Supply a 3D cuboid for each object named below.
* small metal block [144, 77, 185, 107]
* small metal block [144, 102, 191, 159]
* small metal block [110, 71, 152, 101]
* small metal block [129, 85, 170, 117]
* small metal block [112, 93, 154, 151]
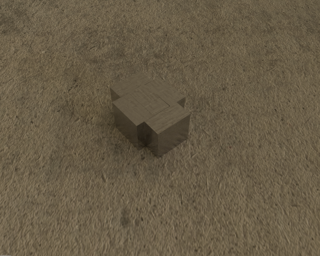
[{"bbox_3d":[0.006,-0.032,0.414,0.025,0.050,0.050,-34,58,-25],"label":"small metal block"},{"bbox_3d":[0.009,0.004,0.385,0.050,0.050,0.025,-32,57,-24],"label":"small metal block"},{"bbox_3d":[-0.038,-0.042,0.422,0.050,0.050,0.025,-32,57,-24],"label":"small metal block"},{"bbox_3d":[-0.014,-0.019,0.404,0.025,0.050,0.050,-33,58,-24],"label":"small metal block"},{"bbox_3d":[-0.033,-0.007,0.393,0.025,0.050,0.050,-33,58,-24],"label":"small metal block"}]
